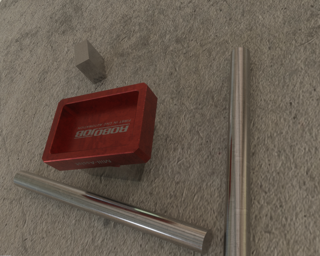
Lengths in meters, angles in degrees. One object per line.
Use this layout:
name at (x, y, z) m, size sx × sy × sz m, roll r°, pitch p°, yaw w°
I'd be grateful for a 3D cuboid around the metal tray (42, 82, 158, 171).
metal tray at (-0.072, 0.000, 0.372) m, size 0.130 × 0.030 × 0.090 m, roll -8°, pitch 58°, yaw 23°

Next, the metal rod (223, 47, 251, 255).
metal rod at (0.086, 0.033, 0.337) m, size 0.025 × 0.025 × 0.299 m, roll -5°, pitch 59°, yaw 25°

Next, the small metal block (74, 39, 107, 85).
small metal block at (-0.115, -0.109, 0.513) m, size 0.025 × 0.050 × 0.050 m, roll -25°, pitch 53°, yaw 13°

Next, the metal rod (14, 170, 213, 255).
metal rod at (-0.080, 0.095, 0.386) m, size 0.300 × 0.025 × 0.025 m, roll 8°, pitch 66°, yaw 31°

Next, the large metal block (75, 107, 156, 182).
large metal block at (-0.061, 0.020, 0.406) m, size 0.080 × 0.050 × 0.080 m, roll 2°, pitch 63°, yaw 28°
